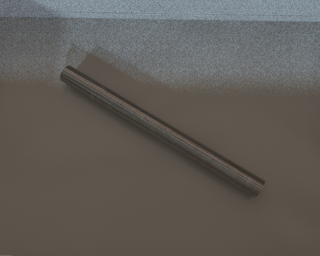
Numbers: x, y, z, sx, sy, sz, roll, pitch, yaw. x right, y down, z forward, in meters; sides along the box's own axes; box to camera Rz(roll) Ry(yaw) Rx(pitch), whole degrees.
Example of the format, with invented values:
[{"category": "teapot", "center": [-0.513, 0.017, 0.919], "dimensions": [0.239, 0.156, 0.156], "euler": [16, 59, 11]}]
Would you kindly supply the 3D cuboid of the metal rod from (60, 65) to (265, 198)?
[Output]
[{"category": "metal rod", "center": [-0.004, 0.000, 0.407], "dimensions": [0.301, 0.025, 0.025], "euler": [31, 73, 10]}]
